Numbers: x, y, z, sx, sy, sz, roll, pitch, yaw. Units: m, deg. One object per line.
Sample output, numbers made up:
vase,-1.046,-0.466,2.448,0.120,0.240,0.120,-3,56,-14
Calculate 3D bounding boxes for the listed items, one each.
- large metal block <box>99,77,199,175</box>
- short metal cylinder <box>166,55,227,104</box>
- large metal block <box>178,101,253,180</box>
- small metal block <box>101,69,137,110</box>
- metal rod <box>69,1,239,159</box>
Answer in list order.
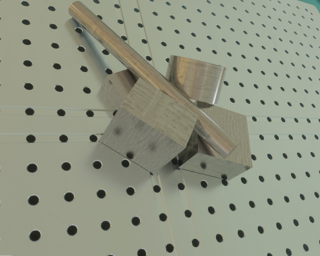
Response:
large metal block,-0.015,0.001,0.365,0.080,0.080,0.050,32,51,-8
short metal cylinder,0.048,-0.068,0.433,0.081,0.080,0.050,8,102,-24
large metal block,0.073,0.018,0.422,0.081,0.050,0.080,16,55,-19
small metal block,-0.042,-0.051,0.418,0.050,0.025,0.050,-27,77,-37
metal rod,-0.019,-0.073,0.405,0.300,0.025,0.025,44,50,17
